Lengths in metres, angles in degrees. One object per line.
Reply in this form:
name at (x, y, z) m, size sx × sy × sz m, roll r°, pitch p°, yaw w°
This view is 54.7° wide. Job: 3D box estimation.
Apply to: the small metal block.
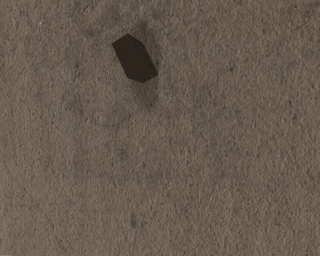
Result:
small metal block at (-0.032, -0.089, 0.406) m, size 0.025 × 0.050 × 0.050 m, roll -28°, pitch 81°, yaw 18°
